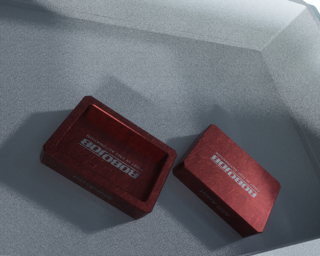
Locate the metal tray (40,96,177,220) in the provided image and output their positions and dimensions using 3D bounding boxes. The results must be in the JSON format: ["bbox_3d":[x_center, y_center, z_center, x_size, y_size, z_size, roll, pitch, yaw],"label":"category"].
[{"bbox_3d":[-0.054,0.032,0.354,0.130,0.030,0.090,33,51,-7],"label":"metal tray"}]

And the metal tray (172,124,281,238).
[{"bbox_3d":[0.091,0.068,0.413,0.130,0.030,0.090,42,51,0],"label":"metal tray"}]
